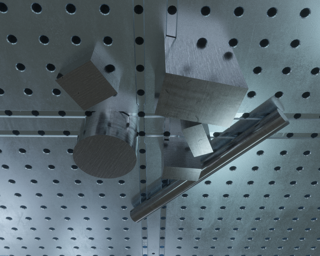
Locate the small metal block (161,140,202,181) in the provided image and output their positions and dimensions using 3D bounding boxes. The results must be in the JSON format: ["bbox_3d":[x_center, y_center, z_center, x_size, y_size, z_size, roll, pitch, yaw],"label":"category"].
[{"bbox_3d":[0.029,0.045,0.435,0.050,0.050,0.025,5,130,-5],"label":"small metal block"}]

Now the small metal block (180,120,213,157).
[{"bbox_3d":[0.046,0.000,0.396,0.025,0.050,0.050,-17,128,14],"label":"small metal block"}]

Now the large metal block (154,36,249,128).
[{"bbox_3d":[0.039,-0.051,0.333,0.081,0.080,0.050,9,129,-9],"label":"large metal block"}]

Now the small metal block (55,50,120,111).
[{"bbox_3d":[-0.084,-0.055,0.364,0.050,0.025,0.050,-25,126,19],"label":"small metal block"}]

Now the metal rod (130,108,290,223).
[{"bbox_3d":[0.059,0.069,0.471,0.025,0.025,0.299,35,122,-26],"label":"metal rod"}]

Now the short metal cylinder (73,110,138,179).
[{"bbox_3d":[-0.070,0.022,0.413,0.081,0.050,0.079,0,130,0],"label":"short metal cylinder"}]
